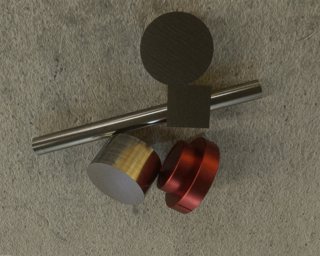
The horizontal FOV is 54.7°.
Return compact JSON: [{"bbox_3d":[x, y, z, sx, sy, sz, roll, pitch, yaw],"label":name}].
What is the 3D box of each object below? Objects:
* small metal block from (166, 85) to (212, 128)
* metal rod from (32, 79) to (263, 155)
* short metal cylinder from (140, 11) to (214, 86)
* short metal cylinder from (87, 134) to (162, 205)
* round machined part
[{"bbox_3d":[0.034,-0.027,0.374,0.050,0.025,0.050,2,101,2],"label":"small metal block"},{"bbox_3d":[-0.020,-0.012,0.404,0.301,0.025,0.025,-14,110,5],"label":"metal rod"},{"bbox_3d":[0.018,-0.094,0.362,0.081,0.050,0.079,0,110,0],"label":"short metal cylinder"},{"bbox_3d":[-0.045,0.053,0.396,0.080,0.050,0.080,18,139,16],"label":"short metal cylinder"},{"bbox_3d":[0.030,0.054,0.391,0.042,0.098,0.097,28,108,-10],"label":"round machined part"}]
